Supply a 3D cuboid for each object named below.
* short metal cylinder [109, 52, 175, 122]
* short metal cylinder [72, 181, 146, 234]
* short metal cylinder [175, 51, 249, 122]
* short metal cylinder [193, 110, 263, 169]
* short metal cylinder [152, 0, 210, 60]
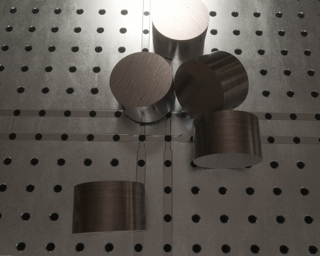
[{"bbox_3d":[-0.021,-0.054,0.412,0.080,0.050,0.080,-3,69,7],"label":"short metal cylinder"},{"bbox_3d":[-0.056,0.091,0.349,0.081,0.080,0.050,-2,70,-1],"label":"short metal cylinder"},{"bbox_3d":[0.064,-0.053,0.396,0.050,0.080,0.080,-27,71,-36],"label":"short metal cylinder"},{"bbox_3d":[0.081,0.017,0.377,0.081,0.080,0.050,1,70,0],"label":"short metal cylinder"},{"bbox_3d":[0.029,-0.147,0.453,0.081,0.050,0.080,0,70,0],"label":"short metal cylinder"}]
